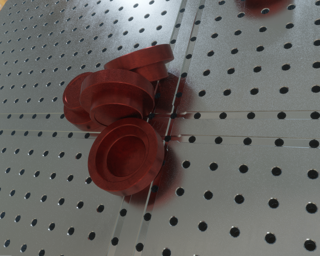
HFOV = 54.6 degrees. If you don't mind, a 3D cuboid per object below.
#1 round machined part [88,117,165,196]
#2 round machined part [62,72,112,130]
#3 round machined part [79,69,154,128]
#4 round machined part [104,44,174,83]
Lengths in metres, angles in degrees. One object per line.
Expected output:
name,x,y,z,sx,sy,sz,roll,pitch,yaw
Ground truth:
round machined part,-0.039,0.039,0.394,0.098,0.042,0.098,-13,58,21
round machined part,-0.113,-0.049,0.488,0.098,0.042,0.098,-13,56,21
round machined part,-0.057,-0.031,0.412,0.098,0.098,0.042,-13,59,21
round machined part,-0.026,-0.082,0.440,0.098,0.098,0.042,-16,97,19
